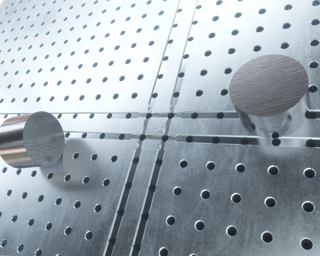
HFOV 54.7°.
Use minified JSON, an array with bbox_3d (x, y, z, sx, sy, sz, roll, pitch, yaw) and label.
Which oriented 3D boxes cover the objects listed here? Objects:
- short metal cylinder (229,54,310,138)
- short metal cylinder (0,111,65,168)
[{"bbox_3d":[0.124,-0.035,0.349,0.080,0.050,0.080,-13,56,20],"label":"short metal cylinder"},{"bbox_3d":[-0.189,0.018,0.458,0.050,0.080,0.080,-8,58,24],"label":"short metal cylinder"}]
